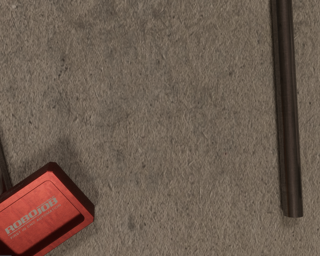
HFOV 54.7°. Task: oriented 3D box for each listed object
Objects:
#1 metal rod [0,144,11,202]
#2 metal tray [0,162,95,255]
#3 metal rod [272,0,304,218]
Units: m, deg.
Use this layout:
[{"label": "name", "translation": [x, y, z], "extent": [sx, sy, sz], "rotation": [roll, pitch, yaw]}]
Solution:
[{"label": "metal rod", "translation": [-0.240, -0.040, 0.406], "extent": [0.025, 0.025, 0.298], "rotation": [-14, 90, 0]}, {"label": "metal tray", "translation": [-0.161, 0.115, 0.391], "extent": [0.130, 0.030, 0.090], "rotation": [-35, 110, 0]}, {"label": "metal rod", "translation": [0.169, -0.033, 0.412], "extent": [0.025, 0.025, 0.298], "rotation": [-3, 90, -1]}]
